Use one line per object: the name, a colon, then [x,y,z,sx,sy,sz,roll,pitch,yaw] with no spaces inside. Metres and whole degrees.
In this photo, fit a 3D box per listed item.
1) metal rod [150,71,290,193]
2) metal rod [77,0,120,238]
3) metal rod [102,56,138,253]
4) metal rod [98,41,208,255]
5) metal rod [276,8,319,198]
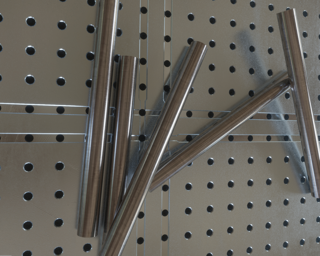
metal rod: [0.100,-0.006,0.451,0.302,0.025,0.025,-34,102,-17]
metal rod: [-0.076,-0.018,0.385,0.025,0.025,0.298,6,88,-20]
metal rod: [-0.053,0.059,0.393,0.025,0.025,0.298,6,88,-20]
metal rod: [-0.002,0.019,0.397,0.025,0.025,0.299,28,75,-18]
metal rod: [0.221,-0.028,0.475,0.025,0.025,0.298,-23,106,-19]
